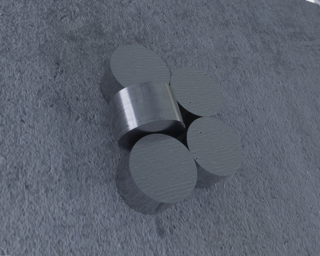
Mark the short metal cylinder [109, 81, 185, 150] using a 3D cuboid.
[{"bbox_3d":[-0.016,-0.012,0.369,0.081,0.080,0.050,-3,64,-30],"label":"short metal cylinder"}]

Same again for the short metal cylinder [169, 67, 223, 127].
[{"bbox_3d":[0.039,-0.038,0.433,0.081,0.050,0.080,13,57,-21],"label":"short metal cylinder"}]

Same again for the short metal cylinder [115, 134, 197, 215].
[{"bbox_3d":[-0.005,0.053,0.354,0.081,0.050,0.080,13,57,-20],"label":"short metal cylinder"}]

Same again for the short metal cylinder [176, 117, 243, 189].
[{"bbox_3d":[0.058,0.032,0.400,0.081,0.050,0.080,13,57,-20],"label":"short metal cylinder"}]

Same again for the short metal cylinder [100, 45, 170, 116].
[{"bbox_3d":[-0.034,-0.062,0.409,0.081,0.050,0.080,13,57,-20],"label":"short metal cylinder"}]
